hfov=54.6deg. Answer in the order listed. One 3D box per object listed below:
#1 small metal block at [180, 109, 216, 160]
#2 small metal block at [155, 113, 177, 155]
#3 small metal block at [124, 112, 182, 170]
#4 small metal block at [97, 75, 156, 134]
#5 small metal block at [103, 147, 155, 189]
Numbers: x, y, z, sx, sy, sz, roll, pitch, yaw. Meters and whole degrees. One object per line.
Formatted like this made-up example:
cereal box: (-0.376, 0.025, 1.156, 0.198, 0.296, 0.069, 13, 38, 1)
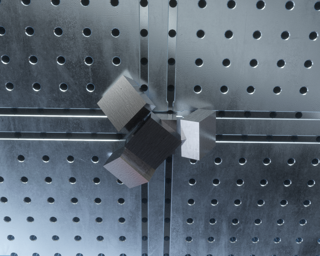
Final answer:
small metal block: (0.050, 0.007, 0.400, 0.025, 0.050, 0.050, 10, 114, 31)
small metal block: (-0.004, 0.007, 0.416, 0.050, 0.025, 0.050, 1, 113, -1)
small metal block: (-0.009, 0.016, 0.392, 0.050, 0.025, 0.050, 39, 105, -14)
small metal block: (-0.042, -0.029, 0.389, 0.050, 0.025, 0.050, -45, 69, 14)
small metal block: (-0.041, 0.052, 0.419, 0.050, 0.025, 0.050, 43, 142, -14)
